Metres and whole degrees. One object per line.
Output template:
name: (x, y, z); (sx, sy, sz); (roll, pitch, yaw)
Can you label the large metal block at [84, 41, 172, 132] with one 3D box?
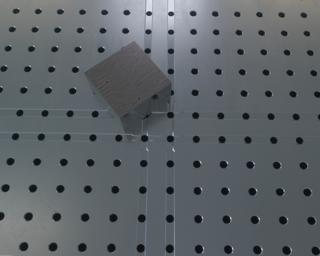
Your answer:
large metal block: (-0.041, -0.056, 0.419); (0.080, 0.050, 0.080); (-36, 74, -12)
